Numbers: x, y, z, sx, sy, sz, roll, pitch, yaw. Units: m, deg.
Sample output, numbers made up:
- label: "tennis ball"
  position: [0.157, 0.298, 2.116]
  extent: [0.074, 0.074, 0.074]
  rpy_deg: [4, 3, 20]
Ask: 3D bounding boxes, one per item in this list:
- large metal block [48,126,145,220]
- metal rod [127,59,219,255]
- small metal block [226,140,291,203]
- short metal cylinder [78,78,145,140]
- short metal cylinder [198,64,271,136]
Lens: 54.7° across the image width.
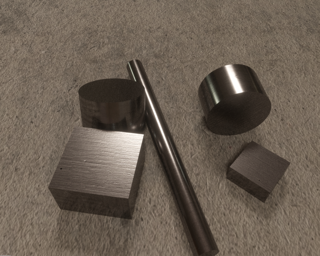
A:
- label: "large metal block"
  position: [-0.064, 0.049, 0.345]
  extent: [0.080, 0.050, 0.080]
  rpy_deg: [7, 50, 5]
- label: "metal rod"
  position: [0.003, 0.013, 0.391]
  extent: [0.025, 0.025, 0.300]
  rpy_deg: [-13, 51, -11]
- label: "small metal block"
  position: [0.115, 0.050, 0.363]
  extent: [0.050, 0.025, 0.050]
  rpy_deg: [33, 57, 24]
- label: "short metal cylinder"
  position: [-0.059, -0.025, 0.391]
  extent: [0.081, 0.050, 0.080]
  rpy_deg: [1, 29, 0]
- label: "short metal cylinder"
  position: [0.094, -0.035, 0.398]
  extent: [0.081, 0.080, 0.050]
  rpy_deg: [-6, 51, -5]
